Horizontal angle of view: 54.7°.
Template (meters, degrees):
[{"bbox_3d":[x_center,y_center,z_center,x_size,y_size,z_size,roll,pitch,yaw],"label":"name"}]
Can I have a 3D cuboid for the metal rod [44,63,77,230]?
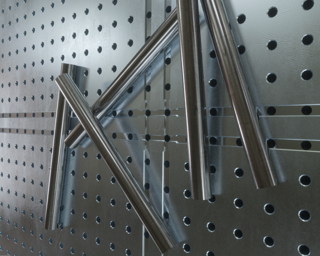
[{"bbox_3d":[-0.179,0.036,0.553,0.025,0.025,0.298,14,99,39],"label":"metal rod"}]

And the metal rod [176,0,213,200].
[{"bbox_3d":[0.037,-0.067,0.359,0.025,0.025,0.298,-2,94,39],"label":"metal rod"}]

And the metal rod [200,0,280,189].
[{"bbox_3d":[0.076,-0.083,0.345,0.025,0.025,0.299,-22,76,37],"label":"metal rod"}]

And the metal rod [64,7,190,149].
[{"bbox_3d":[-0.058,-0.061,0.455,0.299,0.025,0.025,-42,65,31],"label":"metal rod"}]

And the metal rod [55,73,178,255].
[{"bbox_3d":[-0.070,0.039,0.442,0.025,0.025,0.299,-46,70,30],"label":"metal rod"}]
